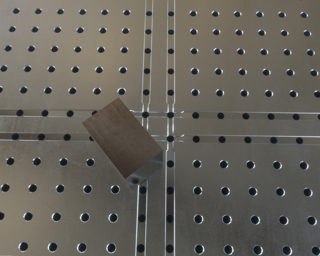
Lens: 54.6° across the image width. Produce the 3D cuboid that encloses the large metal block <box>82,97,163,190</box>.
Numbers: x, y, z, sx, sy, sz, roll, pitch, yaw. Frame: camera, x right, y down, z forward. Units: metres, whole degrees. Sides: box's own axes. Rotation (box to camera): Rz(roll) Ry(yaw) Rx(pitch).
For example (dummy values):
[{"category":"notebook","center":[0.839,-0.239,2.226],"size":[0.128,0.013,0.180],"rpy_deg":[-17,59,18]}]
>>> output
[{"category":"large metal block","center":[-0.041,0.022,0.374],"size":[0.050,0.080,0.080],"rpy_deg":[-37,74,-12]}]
